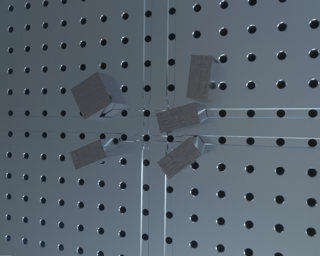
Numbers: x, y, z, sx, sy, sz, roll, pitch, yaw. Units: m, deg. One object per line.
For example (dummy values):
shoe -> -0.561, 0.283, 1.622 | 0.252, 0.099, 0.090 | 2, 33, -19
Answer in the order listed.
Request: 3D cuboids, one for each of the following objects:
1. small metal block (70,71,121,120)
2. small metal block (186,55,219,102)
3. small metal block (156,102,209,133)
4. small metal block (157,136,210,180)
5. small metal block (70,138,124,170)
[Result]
small metal block -> -0.093, -0.045, 0.446 | 0.050, 0.025, 0.050 | -29, 81, 17
small metal block -> 0.054, -0.059, 0.380 | 0.025, 0.050, 0.050 | 7, 93, 20
small metal block -> 0.029, -0.012, 0.389 | 0.050, 0.050, 0.025 | -15, 85, 19
small metal block -> 0.031, 0.036, 0.389 | 0.050, 0.050, 0.025 | -39, 78, 16
small metal block -> -0.086, 0.035, 0.430 | 0.050, 0.050, 0.025 | -23, 83, 19
